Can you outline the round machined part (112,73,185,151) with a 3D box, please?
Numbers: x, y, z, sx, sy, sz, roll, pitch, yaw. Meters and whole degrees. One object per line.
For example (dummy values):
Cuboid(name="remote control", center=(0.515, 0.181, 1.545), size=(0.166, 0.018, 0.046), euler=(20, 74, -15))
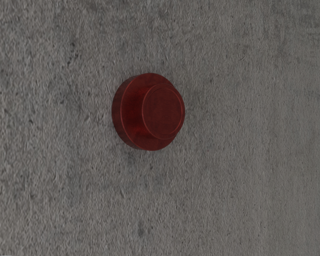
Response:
Cuboid(name="round machined part", center=(-0.007, -0.020, 0.387), size=(0.099, 0.042, 0.097), euler=(0, 90, -40))
